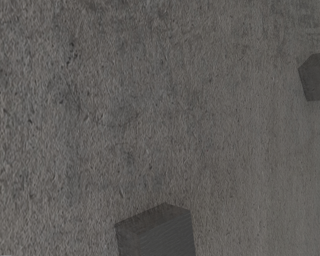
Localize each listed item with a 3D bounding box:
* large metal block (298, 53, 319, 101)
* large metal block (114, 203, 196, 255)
[{"bbox_3d":[0.356,-0.115,0.686,0.080,0.050,0.080,-40,114,-33],"label":"large metal block"},{"bbox_3d":[-0.003,0.149,0.386,0.081,0.050,0.079,-13,98,-39],"label":"large metal block"}]
